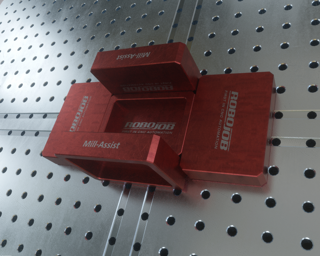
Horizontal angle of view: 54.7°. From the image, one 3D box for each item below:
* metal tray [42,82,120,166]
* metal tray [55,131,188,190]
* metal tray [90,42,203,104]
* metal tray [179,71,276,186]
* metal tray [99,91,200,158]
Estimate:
[{"bbox_3d":[-0.113,-0.008,0.467,0.090,0.030,0.130,1,62,28],"label":"metal tray"},{"bbox_3d":[-0.044,0.038,0.363,0.130,0.090,0.030,1,63,28],"label":"metal tray"},{"bbox_3d":[-0.014,-0.067,0.414,0.130,0.090,0.030,1,63,28],"label":"metal tray"},{"bbox_3d":[0.081,-0.003,0.361,0.090,0.030,0.130,2,62,27],"label":"metal tray"},{"bbox_3d":[-0.017,-0.001,0.410,0.130,0.030,0.090,1,62,28],"label":"metal tray"}]
